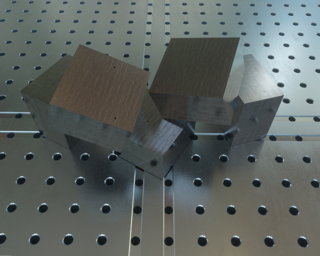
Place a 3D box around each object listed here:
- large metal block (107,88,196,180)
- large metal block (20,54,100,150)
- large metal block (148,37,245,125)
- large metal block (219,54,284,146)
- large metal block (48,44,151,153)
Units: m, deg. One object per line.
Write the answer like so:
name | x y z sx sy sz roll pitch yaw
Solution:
large metal block | -0.010 0.004 0.387 0.080 0.050 0.080 26 54 19
large metal block | -0.118 -0.034 0.398 0.050 0.080 0.080 24 54 18
large metal block | 0.044 -0.054 0.347 0.080 0.050 0.080 7 62 25
large metal block | 0.106 -0.036 0.404 0.050 0.080 0.080 -13 51 -11
large metal block | -0.064 -0.030 0.331 0.080 0.050 0.080 20 57 -10
